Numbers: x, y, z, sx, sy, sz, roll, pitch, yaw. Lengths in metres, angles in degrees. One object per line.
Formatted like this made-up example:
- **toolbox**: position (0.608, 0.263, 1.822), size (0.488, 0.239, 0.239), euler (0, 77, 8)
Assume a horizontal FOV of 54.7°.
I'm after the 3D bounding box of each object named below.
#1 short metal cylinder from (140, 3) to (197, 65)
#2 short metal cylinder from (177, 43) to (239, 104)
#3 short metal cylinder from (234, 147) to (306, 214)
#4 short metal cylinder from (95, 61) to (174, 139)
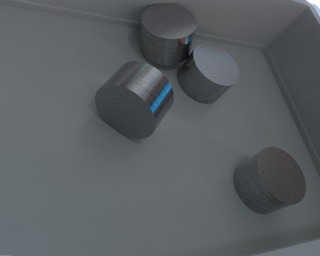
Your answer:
- **short metal cylinder**: position (0.011, -0.141, 0.466), size (0.081, 0.050, 0.080), euler (3, 56, -5)
- **short metal cylinder**: position (0.074, -0.084, 0.481), size (0.081, 0.050, 0.080), euler (14, 56, -21)
- **short metal cylinder**: position (0.150, 0.072, 0.426), size (0.081, 0.050, 0.080), euler (14, 56, -21)
- **short metal cylinder**: position (-0.030, -0.033, 0.374), size (0.080, 0.080, 0.050), euler (37, 51, -4)
